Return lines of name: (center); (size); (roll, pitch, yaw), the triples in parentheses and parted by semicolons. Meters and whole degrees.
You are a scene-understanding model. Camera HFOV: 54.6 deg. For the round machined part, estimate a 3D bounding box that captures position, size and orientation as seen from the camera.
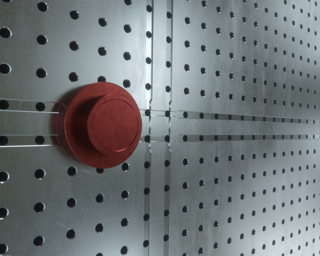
round machined part: (-0.059, -0.003, 0.348); (0.099, 0.042, 0.097); (0, 90, -40)
